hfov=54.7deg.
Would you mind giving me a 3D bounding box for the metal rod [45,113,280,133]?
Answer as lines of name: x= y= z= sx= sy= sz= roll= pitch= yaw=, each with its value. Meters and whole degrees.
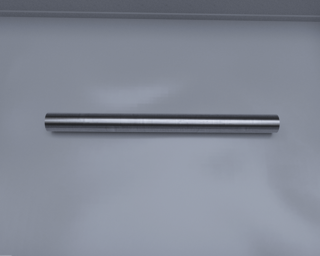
metal rod: x=0.003 y=-0.007 z=0.410 sx=0.302 sy=0.025 sz=0.025 roll=0 pitch=70 yaw=-1
